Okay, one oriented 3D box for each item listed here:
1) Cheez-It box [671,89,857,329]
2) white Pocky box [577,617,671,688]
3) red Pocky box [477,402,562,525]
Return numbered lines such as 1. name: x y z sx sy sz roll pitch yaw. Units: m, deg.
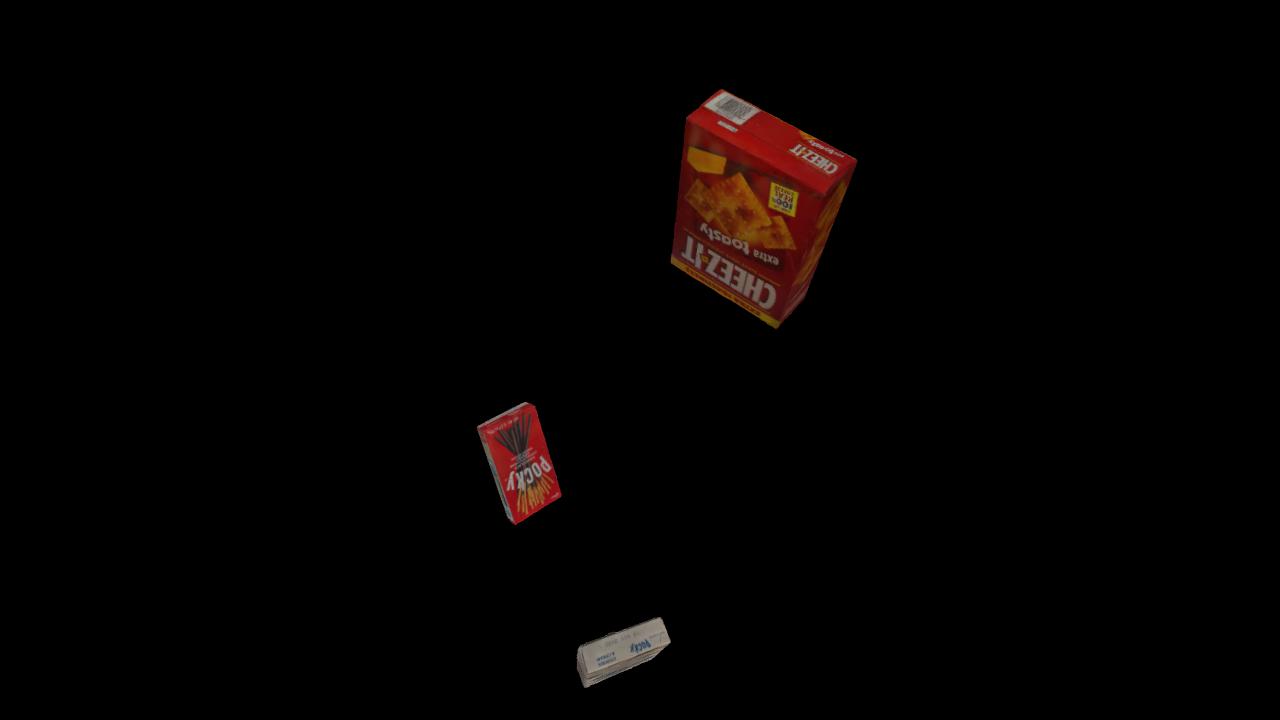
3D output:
1. Cheez-It box: 0.122 -0.156 0.682 0.166 0.071 0.223 36 -25 19
2. white Pocky box: -0.021 0.297 0.621 0.084 0.028 0.154 -15 -29 -15
3. red Pocky box: -0.164 0.143 0.854 0.083 0.155 0.028 -29 27 -35
